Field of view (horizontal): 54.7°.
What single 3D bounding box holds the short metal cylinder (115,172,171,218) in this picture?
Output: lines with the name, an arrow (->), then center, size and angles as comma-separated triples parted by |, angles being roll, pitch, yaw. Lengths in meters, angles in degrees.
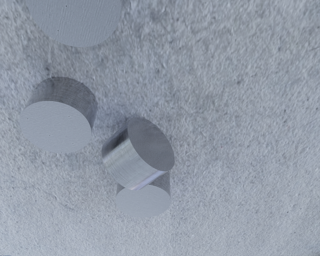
short metal cylinder -> -0.024, 0.091, 0.468 | 0.081, 0.050, 0.079 | 0, 130, 0

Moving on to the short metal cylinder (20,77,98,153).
short metal cylinder -> -0.120, -0.015, 0.376 | 0.081, 0.050, 0.079 | 0, 130, 0

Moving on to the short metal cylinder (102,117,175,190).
short metal cylinder -> -0.027, 0.033, 0.399 | 0.080, 0.080, 0.050 | 36, 121, -27

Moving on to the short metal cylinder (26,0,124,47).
short metal cylinder -> -0.074, -0.123, 0.285 | 0.081, 0.050, 0.079 | 0, 130, 0
